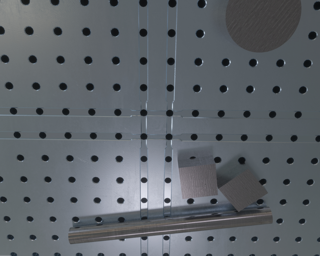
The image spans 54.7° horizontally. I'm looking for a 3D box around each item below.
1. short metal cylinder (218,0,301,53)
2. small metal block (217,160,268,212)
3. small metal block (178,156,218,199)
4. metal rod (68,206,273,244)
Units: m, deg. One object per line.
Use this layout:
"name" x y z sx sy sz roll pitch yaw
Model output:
"short metal cylinder" 0.110 -0.130 0.353 0.081 0.050 0.079 0 110 0
"small metal block" 0.117 0.084 0.445 0.050 0.025 0.050 -38 106 12
"small metal block" 0.053 0.070 0.440 0.050 0.025 0.050 -7 110 2
"metal rod" 0.014 0.147 0.467 0.302 0.025 0.025 -7 110 2
